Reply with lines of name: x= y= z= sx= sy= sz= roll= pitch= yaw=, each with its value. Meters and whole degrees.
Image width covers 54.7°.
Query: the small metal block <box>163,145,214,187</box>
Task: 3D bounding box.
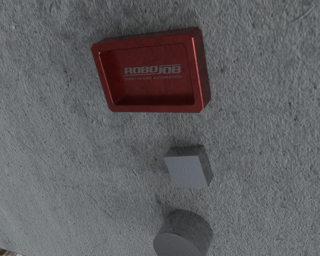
small metal block: x=0.039 y=0.052 z=0.419 sx=0.050 sy=0.025 sz=0.050 roll=-6 pitch=116 yaw=30

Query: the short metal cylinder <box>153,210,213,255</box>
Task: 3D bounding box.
short metal cylinder: x=0.036 y=0.174 z=0.479 sx=0.080 sy=0.050 sz=0.079 roll=13 pitch=124 yaw=21

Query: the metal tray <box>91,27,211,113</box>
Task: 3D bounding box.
metal tray: x=-0.011 y=-0.065 z=0.369 sx=0.130 sy=0.030 sz=0.089 roll=2 pitch=119 yaw=27
